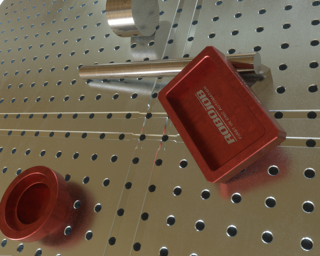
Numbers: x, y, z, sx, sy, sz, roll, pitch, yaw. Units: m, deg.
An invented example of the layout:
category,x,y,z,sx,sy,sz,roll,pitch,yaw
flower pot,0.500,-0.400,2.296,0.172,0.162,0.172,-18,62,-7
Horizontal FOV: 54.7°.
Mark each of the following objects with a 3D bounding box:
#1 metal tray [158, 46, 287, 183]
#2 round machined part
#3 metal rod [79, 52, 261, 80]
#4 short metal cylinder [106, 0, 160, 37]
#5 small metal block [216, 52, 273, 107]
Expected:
category,x,y,z,sx,sy,sz,roll,pitch,yaw
metal tray,0.063,-0.016,0.346,0.090,0.030,0.130,-42,61,24
round machined part,-0.164,0.104,0.417,0.098,0.042,0.098,-13,56,20
metal rod,-0.009,-0.085,0.444,0.300,0.025,0.025,5,64,36
short metal cylinder,-0.043,-0.192,0.512,0.050,0.080,0.080,7,65,31
small metal block,0.104,-0.061,0.391,0.050,0.025,0.050,-44,51,-3
